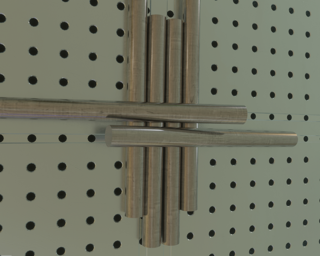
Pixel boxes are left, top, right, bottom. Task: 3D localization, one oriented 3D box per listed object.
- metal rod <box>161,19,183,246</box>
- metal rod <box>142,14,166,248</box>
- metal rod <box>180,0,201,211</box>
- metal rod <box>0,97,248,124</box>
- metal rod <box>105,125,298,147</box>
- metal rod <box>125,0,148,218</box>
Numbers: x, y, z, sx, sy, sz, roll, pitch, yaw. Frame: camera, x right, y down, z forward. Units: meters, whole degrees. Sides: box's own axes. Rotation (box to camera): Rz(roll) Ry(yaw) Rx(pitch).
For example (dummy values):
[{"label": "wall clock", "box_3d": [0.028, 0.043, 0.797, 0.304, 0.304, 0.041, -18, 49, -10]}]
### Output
[{"label": "metal rod", "box_3d": [0.016, 0.005, 0.419, 0.025, 0.025, 0.298, 1, 90, -20]}, {"label": "metal rod", "box_3d": [-0.008, 0.004, 0.408, 0.025, 0.025, 0.298, 1, 90, -20]}, {"label": "metal rod", "box_3d": [0.041, -0.038, 0.427, 0.025, 0.025, 0.298, 1, 90, -20]}, {"label": "metal rod", "box_3d": [-0.040, -0.020, 0.373, 0.302, 0.025, 0.025, 1, 90, -11]}, {"label": "metal rod", "box_3d": [0.075, 0.013, 0.418, 0.302, 0.025, 0.025, 2, 90, -29]}, {"label": "metal rod", "box_3d": [-0.030, -0.037, 0.400, 0.025, 0.025, 0.298, 1, 90, -20]}]
